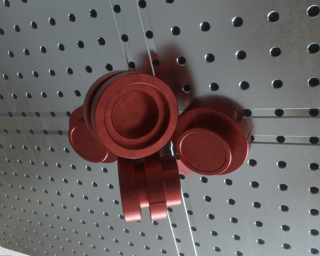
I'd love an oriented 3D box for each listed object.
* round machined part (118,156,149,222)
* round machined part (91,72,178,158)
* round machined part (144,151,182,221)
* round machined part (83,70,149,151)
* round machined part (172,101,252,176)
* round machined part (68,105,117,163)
[{"bbox_3d":[-0.030,0.075,0.421,0.042,0.098,0.097,-7,120,-4],"label":"round machined part"},{"bbox_3d":[-0.032,-0.017,0.362,0.042,0.099,0.098,31,144,63],"label":"round machined part"},{"bbox_3d":[0.003,0.073,0.420,0.042,0.098,0.097,-7,120,-4],"label":"round machined part"},{"bbox_3d":[-0.047,-0.024,0.390,0.042,0.099,0.098,31,144,63],"label":"round machined part"},{"bbox_3d":[0.059,0.019,0.382,0.098,0.042,0.097,13,124,21],"label":"round machined part"},{"bbox_3d":[-0.095,0.012,0.458,0.098,0.042,0.097,13,124,21],"label":"round machined part"}]
